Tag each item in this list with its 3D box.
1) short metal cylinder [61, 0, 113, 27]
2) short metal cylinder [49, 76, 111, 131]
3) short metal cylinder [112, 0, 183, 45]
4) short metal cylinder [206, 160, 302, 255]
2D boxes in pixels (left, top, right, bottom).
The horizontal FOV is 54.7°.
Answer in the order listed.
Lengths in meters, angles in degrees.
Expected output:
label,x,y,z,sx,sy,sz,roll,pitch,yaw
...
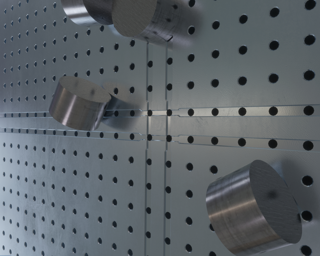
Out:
label,x,y,z,sx,sy,sz,roll,pitch,yaw
short metal cylinder,-0.097,-0.191,0.453,0.050,0.081,0.079,12,98,39
short metal cylinder,-0.122,-0.038,0.474,0.080,0.081,0.050,41,115,32
short metal cylinder,-0.018,-0.155,0.408,0.080,0.050,0.079,0,90,40
short metal cylinder,0.090,0.077,0.299,0.050,0.081,0.080,-36,68,34
